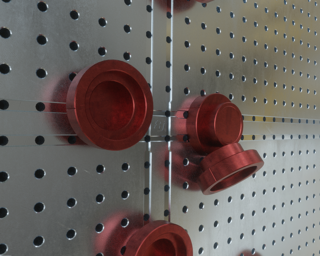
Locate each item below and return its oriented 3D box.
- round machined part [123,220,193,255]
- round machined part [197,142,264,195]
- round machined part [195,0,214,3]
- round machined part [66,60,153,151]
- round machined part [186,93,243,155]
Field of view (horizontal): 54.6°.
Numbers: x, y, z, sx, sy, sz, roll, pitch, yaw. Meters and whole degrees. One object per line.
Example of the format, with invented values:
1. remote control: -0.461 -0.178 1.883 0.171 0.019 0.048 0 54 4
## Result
1. round machined part: -0.007 0.165 0.391 0.099 0.042 0.097 0 90 -40
2. round machined part: 0.098 0.057 0.455 0.099 0.097 0.042 -4 57 -40
3. round machined part: 0.054 -0.228 0.442 0.099 0.042 0.097 0 90 -40
4. round machined part: -0.059 -0.024 0.348 0.099 0.042 0.097 0 90 -40
5. round machined part: 0.090 -0.004 0.472 0.099 0.042 0.097 0 90 -40
